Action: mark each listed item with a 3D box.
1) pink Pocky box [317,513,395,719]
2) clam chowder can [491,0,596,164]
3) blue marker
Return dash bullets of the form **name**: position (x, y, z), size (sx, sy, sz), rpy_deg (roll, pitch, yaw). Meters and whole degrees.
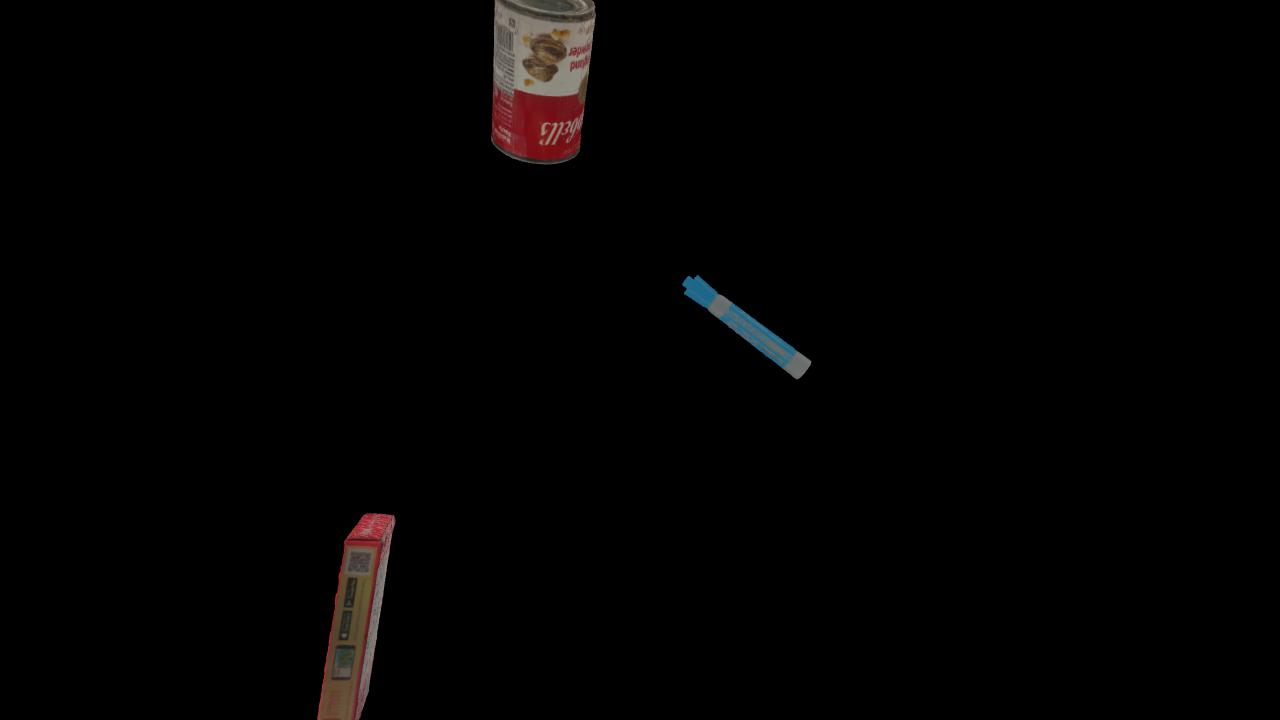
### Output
- **pink Pocky box**: position (-0.227, 0.209, 0.494), size (0.029, 0.155, 0.084), rpy_deg (9, -3, -15)
- **clam chowder can**: position (-0.070, -0.202, 0.435), size (0.068, 0.068, 0.102), rpy_deg (7, -46, -7)
- **blue marker**: position (0.084, -0.028, 0.497), size (0.121, 0.020, 0.020), rpy_deg (37, 2, 3)
